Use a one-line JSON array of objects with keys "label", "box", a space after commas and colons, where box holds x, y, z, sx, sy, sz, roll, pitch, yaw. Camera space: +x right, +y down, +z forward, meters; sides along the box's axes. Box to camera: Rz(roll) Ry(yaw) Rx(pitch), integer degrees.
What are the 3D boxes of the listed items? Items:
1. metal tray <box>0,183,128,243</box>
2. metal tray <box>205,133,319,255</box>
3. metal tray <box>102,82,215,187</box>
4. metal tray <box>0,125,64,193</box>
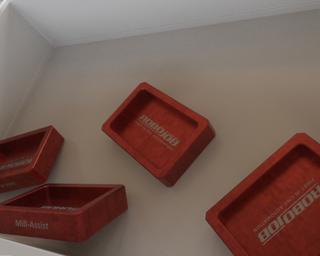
[{"label": "metal tray", "box": [-0.116, 0.094, 0.365, 0.130, 0.090, 0.030, -4, 97, 25]}, {"label": "metal tray", "box": [0.120, 0.077, 0.291, 0.130, 0.030, 0.090, -41, 51, -1]}, {"label": "metal tray", "box": [-0.006, 0.003, 0.402, 0.090, 0.030, 0.130, -49, 52, -7]}, {"label": "metal tray", "box": [-0.218, 0.051, 0.468, 0.130, 0.030, 0.090, -15, 41, 19]}]
